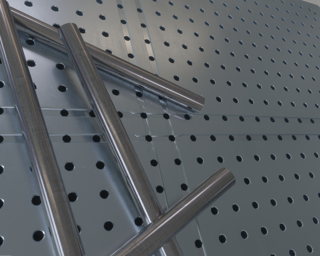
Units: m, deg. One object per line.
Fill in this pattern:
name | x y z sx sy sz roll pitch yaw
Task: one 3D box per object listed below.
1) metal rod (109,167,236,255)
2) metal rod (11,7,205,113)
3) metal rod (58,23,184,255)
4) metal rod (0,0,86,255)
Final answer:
metal rod | -0.035 0.124 0.286 0.302 0.025 0.025 -31 79 -30
metal rod | -0.074 -0.091 0.423 0.301 0.025 0.025 23 53 -14
metal rod | -0.051 0.008 0.358 0.025 0.025 0.299 -18 76 -35
metal rod | -0.136 -0.011 0.327 0.025 0.025 0.299 -12 72 -33
